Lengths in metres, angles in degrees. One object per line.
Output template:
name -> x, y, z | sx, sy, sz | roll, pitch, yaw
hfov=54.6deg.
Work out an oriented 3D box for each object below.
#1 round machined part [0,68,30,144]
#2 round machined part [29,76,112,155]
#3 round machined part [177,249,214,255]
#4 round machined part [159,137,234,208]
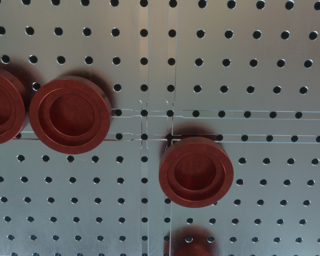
round machined part -> -0.212, -0.031, 0.391 | 0.099, 0.042, 0.097 | 0, 110, 0
round machined part -> -0.110, -0.019, 0.397 | 0.099, 0.042, 0.097 | 0, 110, 0
round machined part -> 0.054, 0.233, 0.491 | 0.099, 0.042, 0.097 | 0, 110, 0
round machined part -> 0.048, 0.057, 0.425 | 0.099, 0.042, 0.097 | 0, 110, 0
